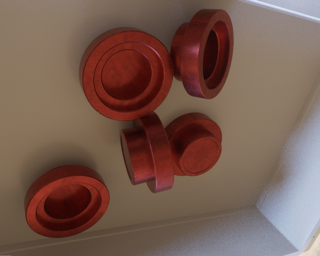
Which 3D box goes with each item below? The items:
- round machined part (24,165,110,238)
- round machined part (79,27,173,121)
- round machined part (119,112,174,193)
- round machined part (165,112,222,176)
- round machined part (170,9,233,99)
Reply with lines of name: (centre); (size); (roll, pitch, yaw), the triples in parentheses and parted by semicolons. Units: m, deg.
round machined part: (-0.117, 0.086, 0.388); (0.099, 0.042, 0.097); (-14, 125, -21)
round machined part: (-0.039, -0.060, 0.338); (0.099, 0.042, 0.097); (-12, 121, -20)
round machined part: (-0.020, 0.031, 0.372); (0.042, 0.098, 0.097); (-12, 124, -14)
round machined part: (0.049, 0.030, 0.445); (0.099, 0.042, 0.097); (-14, 125, -21)
round machined part: (0.046, -0.084, 0.353); (0.099, 0.042, 0.097); (-33, 130, -50)
